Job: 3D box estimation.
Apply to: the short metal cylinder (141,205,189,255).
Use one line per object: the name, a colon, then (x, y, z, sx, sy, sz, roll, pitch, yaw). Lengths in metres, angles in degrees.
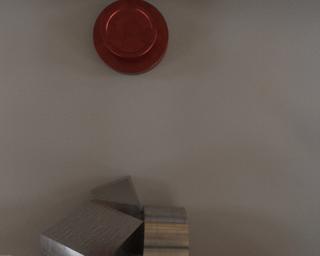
short metal cylinder: (0.002, 0.137, 0.382, 0.050, 0.080, 0.079, 4, 90, -7)

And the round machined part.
round machined part: (-0.038, -0.121, 0.402, 0.099, 0.042, 0.097, 0, 90, -1)

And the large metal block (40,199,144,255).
large metal block: (-0.076, 0.134, 0.355, 0.080, 0.080, 0.050, 15, 112, 23)

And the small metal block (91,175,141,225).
small metal block: (-0.056, 0.096, 0.411, 0.050, 0.025, 0.050, -20, 90, -1)
